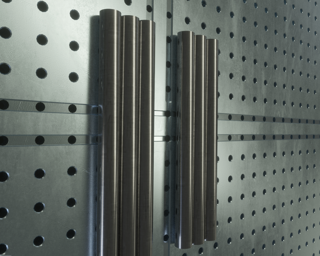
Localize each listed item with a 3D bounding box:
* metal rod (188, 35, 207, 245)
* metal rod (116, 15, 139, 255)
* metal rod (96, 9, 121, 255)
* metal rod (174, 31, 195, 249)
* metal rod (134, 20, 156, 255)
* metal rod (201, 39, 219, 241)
[{"bbox_3d":[0.054,0.017,0.452,0.025,0.025,0.298,1,89,-40],"label":"metal rod"},{"bbox_3d":[-0.039,0.017,0.375,0.025,0.025,0.298,1,89,-40],"label":"metal rod"},{"bbox_3d":[-0.059,0.016,0.358,0.025,0.025,0.298,1,89,-40],"label":"metal rod"},{"bbox_3d":[0.035,0.016,0.436,0.025,0.025,0.298,1,89,-40],"label":"metal rod"},{"bbox_3d":[-0.020,0.017,0.391,0.025,0.025,0.298,1,89,-40],"label":"metal rod"},{"bbox_3d":[0.075,0.017,0.470,0.025,0.025,0.298,1,89,-40],"label":"metal rod"}]
